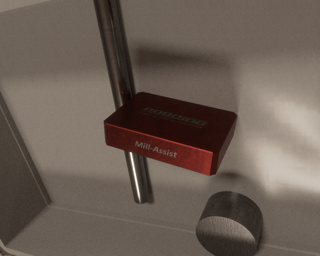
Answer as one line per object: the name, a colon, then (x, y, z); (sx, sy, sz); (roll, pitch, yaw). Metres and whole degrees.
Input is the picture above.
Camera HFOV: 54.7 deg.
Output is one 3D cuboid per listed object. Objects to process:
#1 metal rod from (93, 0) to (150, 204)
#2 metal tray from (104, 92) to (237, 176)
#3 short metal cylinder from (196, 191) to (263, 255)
metal rod: (-0.046, -0.018, 0.419); (0.025, 0.025, 0.298); (7, 122, 24)
metal tray: (0.014, 0.001, 0.358); (0.130, 0.090, 0.030); (15, 124, 19)
short metal cylinder: (0.095, 0.134, 0.424); (0.080, 0.050, 0.079); (13, 124, 20)
